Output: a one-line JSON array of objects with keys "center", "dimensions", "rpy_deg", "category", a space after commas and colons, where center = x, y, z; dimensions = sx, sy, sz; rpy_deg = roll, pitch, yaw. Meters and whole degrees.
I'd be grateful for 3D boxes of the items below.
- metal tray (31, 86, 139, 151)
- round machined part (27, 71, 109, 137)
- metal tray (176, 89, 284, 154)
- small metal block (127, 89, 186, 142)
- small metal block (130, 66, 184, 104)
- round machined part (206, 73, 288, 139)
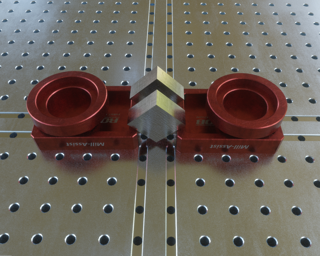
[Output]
[{"center": [-0.094, -0.015, 0.417], "dimensions": [0.131, 0.030, 0.090], "rpy_deg": [0, 52, -1], "category": "metal tray"}, {"center": [-0.115, -0.026, 0.402], "dimensions": [0.099, 0.042, 0.098], "rpy_deg": [0, 50, 0], "category": "round machined part"}, {"center": [0.087, -0.011, 0.415], "dimensions": [0.131, 0.030, 0.090], "rpy_deg": [1, 50, 0], "category": "metal tray"}, {"center": [-0.004, -0.013, 0.383], "dimensions": [0.050, 0.050, 0.025], "rpy_deg": [-32, 40, 33], "category": "small metal block"}, {"center": [-0.004, -0.047, 0.412], "dimensions": [0.050, 0.050, 0.025], "rpy_deg": [-32, 40, 33], "category": "small metal block"}, {"center": [0.108, -0.024, 0.401], "dimensions": [0.099, 0.042, 0.098], "rpy_deg": [0, 50, 0], "category": "round machined part"}]
